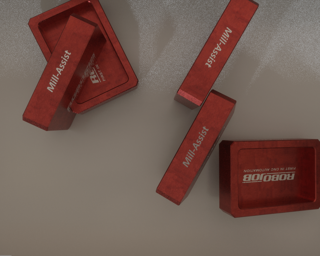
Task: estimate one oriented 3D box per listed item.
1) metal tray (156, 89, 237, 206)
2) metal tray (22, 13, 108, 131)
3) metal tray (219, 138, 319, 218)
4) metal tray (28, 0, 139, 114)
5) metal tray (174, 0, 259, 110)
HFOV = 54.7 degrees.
[{"bbox_3d":[0.047,0.024,0.376,0.030,0.090,0.130,29,90,13],"label":"metal tray"},{"bbox_3d":[-0.110,-0.061,0.377,0.030,0.090,0.129,25,90,-1],"label":"metal tray"},{"bbox_3d":[0.140,0.059,0.391,0.131,0.030,0.089,0,90,-17],"label":"metal tray"},{"bbox_3d":[-0.095,-0.093,0.396,0.090,0.030,0.130,-26,92,-3],"label":"metal tray"},{"bbox_3d":[0.064,-0.087,0.379,0.030,0.090,0.130,30,90,0],"label":"metal tray"}]
